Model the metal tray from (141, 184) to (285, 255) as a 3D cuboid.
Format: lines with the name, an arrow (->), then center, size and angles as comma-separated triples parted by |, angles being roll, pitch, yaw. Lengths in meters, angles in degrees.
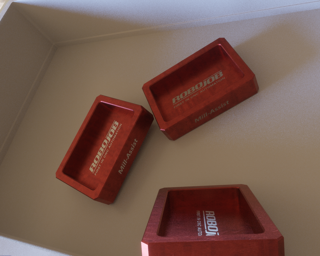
metal tray -> 0.039, 0.080, 0.259 | 0.090, 0.130, 0.030 | -4, 94, 6

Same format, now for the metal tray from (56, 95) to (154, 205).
metal tray -> -0.075, 0.025, 0.416 | 0.090, 0.030, 0.130 | 17, 76, 37

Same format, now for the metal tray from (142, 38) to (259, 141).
metal tray -> 0.049, -0.053, 0.408 | 0.130, 0.030, 0.090 | -30, 52, 8
